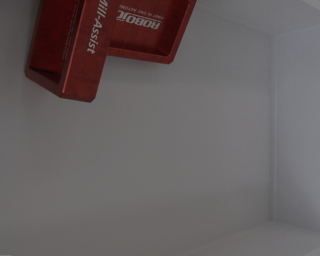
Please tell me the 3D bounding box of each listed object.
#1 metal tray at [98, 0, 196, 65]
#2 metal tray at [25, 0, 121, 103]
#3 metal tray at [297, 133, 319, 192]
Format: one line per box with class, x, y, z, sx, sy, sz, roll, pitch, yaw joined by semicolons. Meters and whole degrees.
metal tray;-0.027;-0.126;0.351;0.131;0.030;0.089;-1;124;-40
metal tray;-0.077;-0.097;0.274;0.030;0.090;0.129;7;104;-44
metal tray;0.367;0.081;0.712;0.130;0.030;0.090;42;65;-32
